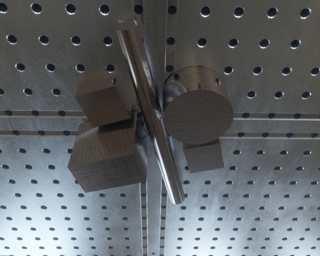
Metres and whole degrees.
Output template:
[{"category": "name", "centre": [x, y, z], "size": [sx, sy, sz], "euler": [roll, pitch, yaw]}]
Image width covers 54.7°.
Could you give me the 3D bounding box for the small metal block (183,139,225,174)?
[{"category": "small metal block", "centre": [0.062, 0.035, 0.443], "size": [0.050, 0.025, 0.050], "euler": [-11, 130, 9]}]

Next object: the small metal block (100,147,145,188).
[{"category": "small metal block", "centre": [-0.055, 0.059, 0.461], "size": [0.050, 0.025, 0.050], "euler": [-12, 129, 9]}]

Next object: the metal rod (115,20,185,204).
[{"category": "metal rod", "centre": [-0.003, 0.004, 0.415], "size": [0.025, 0.025, 0.298], "euler": [-10, 130, 8]}]

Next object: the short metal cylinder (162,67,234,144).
[{"category": "short metal cylinder", "centre": [0.043, -0.026, 0.373], "size": [0.081, 0.050, 0.079], "euler": [0, 130, 0]}]

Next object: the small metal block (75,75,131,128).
[{"category": "small metal block", "centre": [-0.068, -0.032, 0.383], "size": [0.050, 0.025, 0.050], "euler": [-14, 129, 10]}]

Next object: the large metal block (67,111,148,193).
[{"category": "large metal block", "centre": [-0.062, 0.030, 0.398], "size": [0.080, 0.080, 0.050], "euler": [-12, 129, 9]}]
